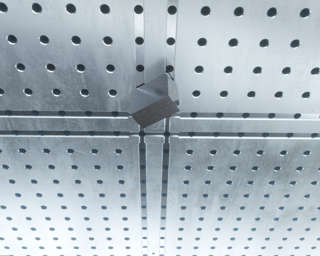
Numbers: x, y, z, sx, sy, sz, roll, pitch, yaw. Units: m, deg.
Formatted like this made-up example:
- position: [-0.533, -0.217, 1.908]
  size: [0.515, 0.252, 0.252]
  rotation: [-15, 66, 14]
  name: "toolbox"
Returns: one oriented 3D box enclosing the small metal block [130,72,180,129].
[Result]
- position: [-0.006, -0.033, 0.367]
  size: [0.050, 0.050, 0.025]
  rotation: [-25, 126, 19]
  name: "small metal block"
